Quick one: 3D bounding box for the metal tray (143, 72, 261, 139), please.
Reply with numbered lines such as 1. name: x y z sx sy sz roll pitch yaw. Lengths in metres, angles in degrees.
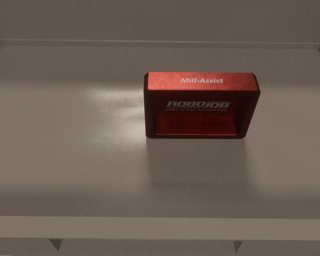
1. metal tray: 0.047 -0.025 0.384 0.131 0.089 0.030 0 50 0
